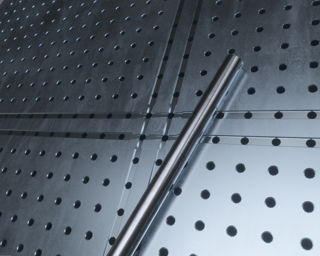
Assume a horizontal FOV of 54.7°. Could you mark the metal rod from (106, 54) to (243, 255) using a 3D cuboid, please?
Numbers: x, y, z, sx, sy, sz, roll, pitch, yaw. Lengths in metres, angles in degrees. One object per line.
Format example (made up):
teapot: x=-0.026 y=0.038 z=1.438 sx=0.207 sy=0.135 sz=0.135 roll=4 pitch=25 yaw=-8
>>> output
metal rod: x=0.022 y=0.035 z=0.374 sx=0.025 sy=0.025 sz=0.300 roll=22 pitch=73 yaw=35
